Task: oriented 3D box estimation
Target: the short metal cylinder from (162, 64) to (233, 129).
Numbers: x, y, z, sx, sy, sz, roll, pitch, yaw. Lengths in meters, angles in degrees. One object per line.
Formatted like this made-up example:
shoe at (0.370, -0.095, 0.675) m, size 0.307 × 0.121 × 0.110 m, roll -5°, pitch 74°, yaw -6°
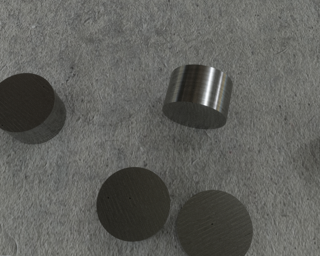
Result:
short metal cylinder at (0.048, -0.037, 0.393) m, size 0.080 × 0.080 × 0.050 m, roll 13°, pitch 71°, yaw 4°

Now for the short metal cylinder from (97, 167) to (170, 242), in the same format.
short metal cylinder at (-0.029, 0.090, 0.362) m, size 0.081 × 0.050 × 0.080 m, roll 0°, pitch 70°, yaw 0°

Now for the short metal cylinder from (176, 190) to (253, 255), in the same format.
short metal cylinder at (0.059, 0.114, 0.353) m, size 0.081 × 0.050 × 0.080 m, roll 0°, pitch 70°, yaw 0°

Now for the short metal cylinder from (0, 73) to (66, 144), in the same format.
short metal cylinder at (-0.169, -0.024, 0.402) m, size 0.081 × 0.050 × 0.080 m, roll 0°, pitch 70°, yaw 0°
